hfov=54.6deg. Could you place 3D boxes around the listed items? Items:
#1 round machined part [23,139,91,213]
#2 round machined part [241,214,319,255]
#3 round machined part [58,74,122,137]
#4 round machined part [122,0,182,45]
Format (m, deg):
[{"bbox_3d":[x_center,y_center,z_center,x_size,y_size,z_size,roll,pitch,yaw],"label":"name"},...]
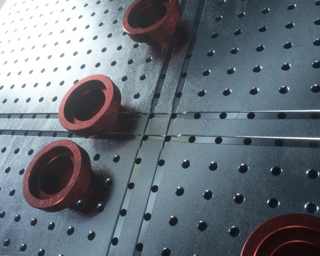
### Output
[{"bbox_3d":[-0.136,0.068,0.428,0.098,0.042,0.098,-13,56,21],"label":"round machined part"},{"bbox_3d":[0.120,0.125,0.258,0.098,0.042,0.098,-13,56,21],"label":"round machined part"},{"bbox_3d":[-0.101,-0.029,0.470,0.098,0.042,0.098,-13,56,21],"label":"round machined part"},{"bbox_3d":[-0.009,-0.178,0.513,0.098,0.042,0.098,-13,56,21],"label":"round machined part"}]
